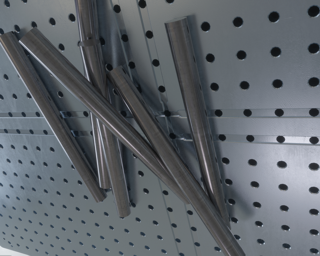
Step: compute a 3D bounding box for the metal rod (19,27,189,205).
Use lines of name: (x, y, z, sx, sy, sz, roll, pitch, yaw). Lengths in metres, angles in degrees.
metal rod: (-0.050, -0.001, 0.395, 0.025, 0.025, 0.300, -25, 118, 37)

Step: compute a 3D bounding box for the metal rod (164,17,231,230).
metal rod: (0.054, 0.015, 0.392, 0.025, 0.025, 0.299, -2, 118, 29)

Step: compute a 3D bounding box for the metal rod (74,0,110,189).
metal rod: (-0.088, -0.034, 0.437, 0.025, 0.025, 0.298, 14, 124, 21)

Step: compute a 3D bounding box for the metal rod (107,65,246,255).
metal rod: (0.023, 0.051, 0.409, 0.025, 0.025, 0.299, -30, 95, 38)

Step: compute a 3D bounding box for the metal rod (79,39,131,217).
metal rod: (-0.072, 0.022, 0.448, 0.025, 0.025, 0.298, 12, 128, 22)

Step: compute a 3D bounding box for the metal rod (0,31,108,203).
metal rod: (-0.163, -0.006, 0.494, 0.025, 0.025, 0.299, -13, 112, 33)
